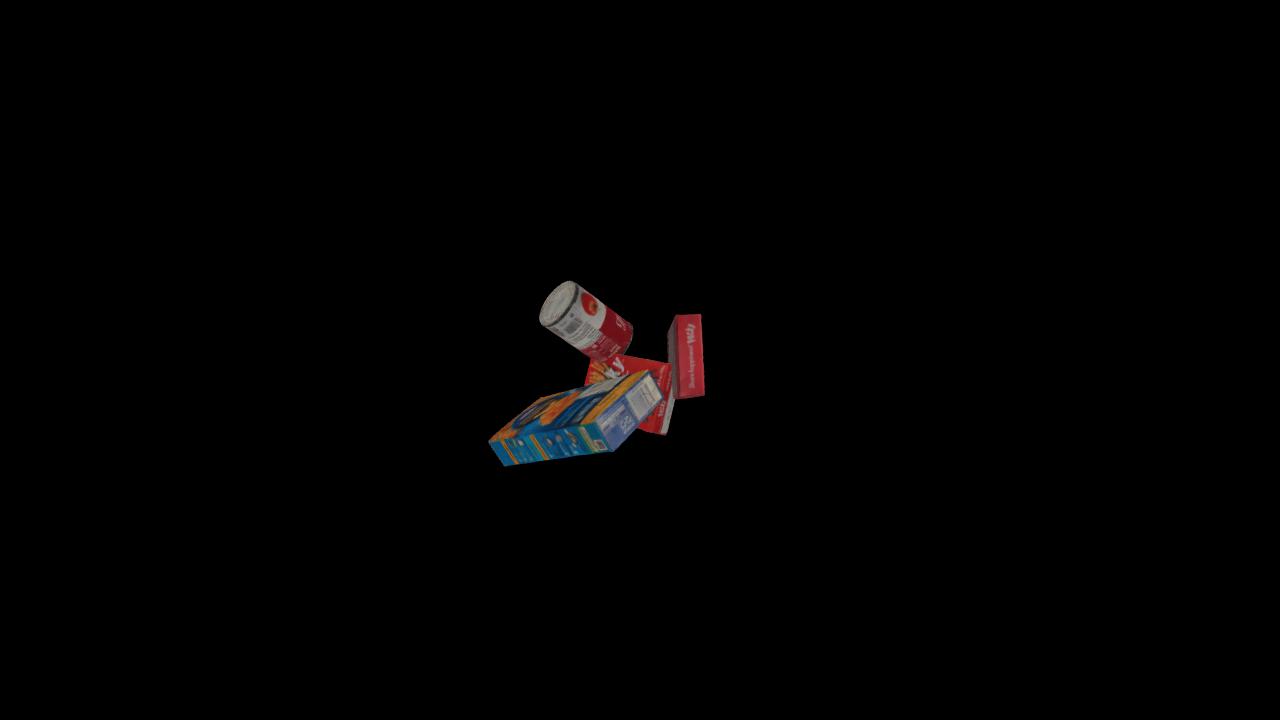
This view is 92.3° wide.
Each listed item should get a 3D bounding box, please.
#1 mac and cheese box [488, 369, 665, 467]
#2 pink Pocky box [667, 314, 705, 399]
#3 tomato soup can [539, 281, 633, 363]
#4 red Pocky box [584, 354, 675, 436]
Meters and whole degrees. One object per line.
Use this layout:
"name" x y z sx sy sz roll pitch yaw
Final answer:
"mac and cheese box" -0.069 0.062 0.632 0.184 0.041 0.093 -16 21 44
"pink Pocky box" 0.049 0.001 0.684 0.029 0.084 0.155 -2 -5 -1
"tomato soup can" -0.067 -0.045 0.766 0.101 0.068 0.068 35 -21 -33
"red Pocky box" -0.017 0.036 0.751 0.028 0.083 0.155 14 -3 -39
